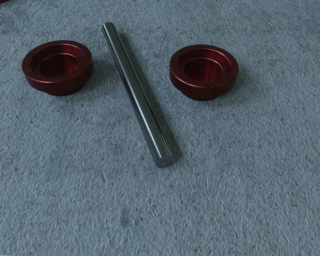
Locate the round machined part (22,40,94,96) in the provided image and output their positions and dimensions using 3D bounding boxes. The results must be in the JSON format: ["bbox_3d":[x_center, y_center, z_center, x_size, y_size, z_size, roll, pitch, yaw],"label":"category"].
[{"bbox_3d":[-0.148,-0.085,0.462,0.099,0.042,0.098,0,50,0],"label":"round machined part"}]

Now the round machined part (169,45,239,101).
[{"bbox_3d":[0.063,-0.078,0.458,0.099,0.042,0.098,0,50,0],"label":"round machined part"}]

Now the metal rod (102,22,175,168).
[{"bbox_3d":[-0.042,-0.068,0.460,0.025,0.025,0.299,-15,52,-12],"label":"metal rod"}]

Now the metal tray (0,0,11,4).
[{"bbox_3d":[-0.355,-0.305,0.652,0.091,0.030,0.130,-35,59,-26],"label":"metal tray"}]
